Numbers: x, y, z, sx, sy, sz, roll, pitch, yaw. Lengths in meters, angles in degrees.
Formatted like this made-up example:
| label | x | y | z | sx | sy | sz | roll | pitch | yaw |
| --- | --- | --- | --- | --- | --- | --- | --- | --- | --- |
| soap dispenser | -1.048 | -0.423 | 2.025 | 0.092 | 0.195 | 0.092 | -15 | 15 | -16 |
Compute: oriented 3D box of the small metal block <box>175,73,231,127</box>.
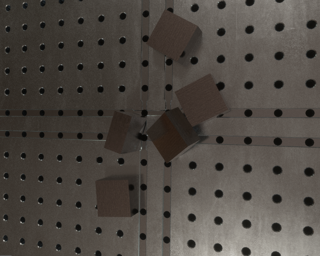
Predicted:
| label | x | y | z | sx | sy | sz | roll | pitch | yaw |
| --- | --- | --- | --- | --- | --- | --- | --- | --- | --- |
| small metal block | 0.054 | -0.034 | 0.393 | 0.050 | 0.025 | 0.050 | -27 | 82 | 17 |

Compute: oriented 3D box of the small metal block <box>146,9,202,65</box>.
| label | x | y | z | sx | sy | sz | roll | pitch | yaw |
| --- | --- | --- | --- | --- | --- | --- | --- | --- | --- |
| small metal block | 0.018 | -0.118 | 0.405 | 0.050 | 0.025 | 0.050 | 33 | 100 | 16 |

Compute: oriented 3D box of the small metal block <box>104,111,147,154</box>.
| label | x | y | z | sx | sy | sz | roll | pitch | yaw |
| --- | --- | --- | --- | --- | --- | --- | --- | --- | --- |
| small metal block | -0.045 | 0.005 | 0.414 | 0.025 | 0.050 | 0.050 | 19 | 96 | 19 |

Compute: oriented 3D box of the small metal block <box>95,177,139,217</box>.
| label | x | y | z | sx | sy | sz | roll | pitch | yaw |
| --- | --- | --- | --- | --- | --- | --- | --- | --- | --- |
| small metal block | -0.060 | 0.096 | 0.433 | 0.050 | 0.025 | 0.050 | -5 | 88 | 19 |

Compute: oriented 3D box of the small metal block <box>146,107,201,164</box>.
| label | x | y | z | sx | sy | sz | roll | pitch | yaw |
| --- | --- | --- | --- | --- | --- | --- | --- | --- | --- |
| small metal block | 0.016 | 0.010 | 0.394 | 0.050 | 0.025 | 0.050 | 56 | 137 | 11 |
